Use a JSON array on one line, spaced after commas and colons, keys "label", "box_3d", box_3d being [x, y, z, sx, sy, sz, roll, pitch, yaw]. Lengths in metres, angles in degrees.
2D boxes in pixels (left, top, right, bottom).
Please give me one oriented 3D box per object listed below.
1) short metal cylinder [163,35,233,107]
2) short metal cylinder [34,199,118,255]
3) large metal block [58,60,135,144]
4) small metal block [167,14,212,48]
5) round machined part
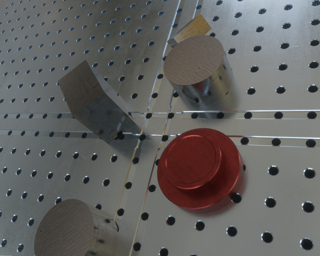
[{"label": "short metal cylinder", "box_3d": [0.051, -0.075, 0.410, 0.080, 0.050, 0.080, -13, 57, 21]}, {"label": "short metal cylinder", "box_3d": [-0.097, 0.129, 0.362, 0.080, 0.050, 0.080, -13, 56, 20]}, {"label": "large metal block", "box_3d": [-0.090, -0.036, 0.441, 0.050, 0.080, 0.080, -37, 51, 3]}, {"label": "small metal block", "box_3d": [0.041, -0.136, 0.452, 0.050, 0.025, 0.050, -41, 14, -1]}, {"label": "round machined part", "box_3d": [0.041, 0.042, 0.349, 0.098, 0.042, 0.098, -13, 56, 20]}]
